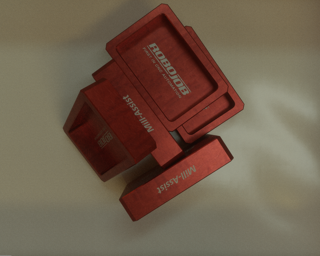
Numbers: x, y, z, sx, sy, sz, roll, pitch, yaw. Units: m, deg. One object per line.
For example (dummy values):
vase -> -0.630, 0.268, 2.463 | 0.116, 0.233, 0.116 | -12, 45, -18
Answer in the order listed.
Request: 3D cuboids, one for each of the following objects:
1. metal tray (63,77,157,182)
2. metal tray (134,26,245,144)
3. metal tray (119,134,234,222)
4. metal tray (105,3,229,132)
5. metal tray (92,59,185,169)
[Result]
metal tray -> -0.065, 0.010, 0.358 | 0.030, 0.129, 0.090 | -37, 91, -31
metal tray -> 0.037, -0.055, 0.409 | 0.090, 0.030, 0.130 | -34, 89, 1
metal tray -> 0.018, 0.055, 0.378 | 0.130, 0.090, 0.030 | -32, 90, 0
metal tray -> 0.008, -0.071, 0.377 | 0.090, 0.030, 0.130 | -36, 90, 0
metal tray -> -0.024, -0.015, 0.376 | 0.030, 0.090, 0.130 | -37, 90, 0
